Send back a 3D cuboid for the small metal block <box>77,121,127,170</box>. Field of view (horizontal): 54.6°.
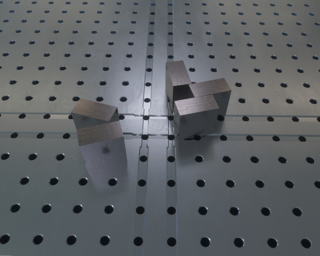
[{"bbox_3d":[-0.069,0.022,0.373,0.050,0.050,0.025,-12,51,-10],"label":"small metal block"}]

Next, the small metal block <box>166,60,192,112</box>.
[{"bbox_3d":[0.025,-0.060,0.442,0.025,0.050,0.050,-8,51,-7],"label":"small metal block"}]

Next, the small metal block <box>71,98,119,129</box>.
[{"bbox_3d":[-0.080,-0.007,0.397,0.050,0.050,0.025,14,52,11],"label":"small metal block"}]

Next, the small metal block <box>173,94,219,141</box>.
[{"bbox_3d":[0.046,-0.013,0.403,0.050,0.050,0.025,-11,51,-9],"label":"small metal block"}]

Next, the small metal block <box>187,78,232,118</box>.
[{"bbox_3d":[0.065,-0.037,0.423,0.050,0.050,0.025,-12,51,-10],"label":"small metal block"}]
